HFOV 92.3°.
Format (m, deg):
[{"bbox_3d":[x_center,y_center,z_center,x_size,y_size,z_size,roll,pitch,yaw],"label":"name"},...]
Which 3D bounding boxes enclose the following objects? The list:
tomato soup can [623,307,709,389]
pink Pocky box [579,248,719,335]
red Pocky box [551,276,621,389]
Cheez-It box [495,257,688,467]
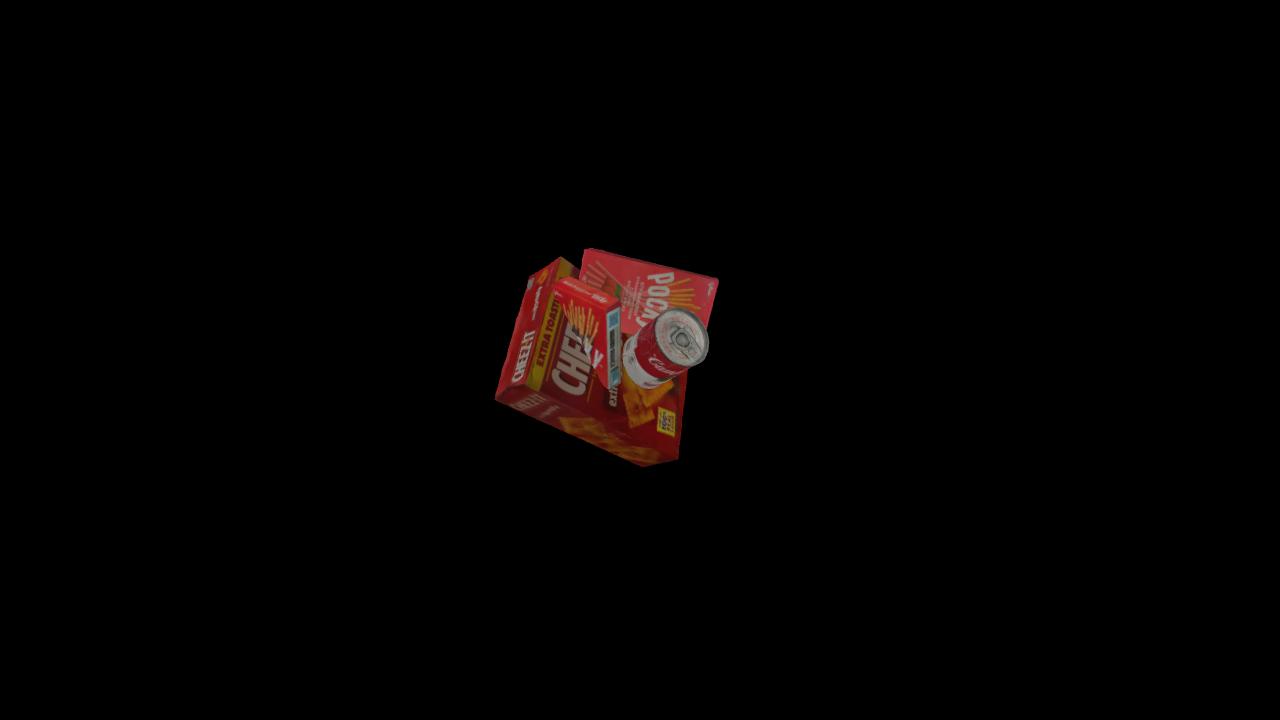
[{"bbox_3d":[0.021,-0.009,0.687,0.068,0.068,0.101,0,-18,-30],"label":"tomato soup can"},{"bbox_3d":[0.005,-0.068,0.694,0.155,0.084,0.029,14,11,3],"label":"pink Pocky box"},{"bbox_3d":[-0.058,-0.009,0.681,0.083,0.155,0.028,28,43,33],"label":"red Pocky box"},{"bbox_3d":[-0.043,0.009,0.717,0.223,0.166,0.071,31,-37,-33],"label":"Cheez-It box"}]
